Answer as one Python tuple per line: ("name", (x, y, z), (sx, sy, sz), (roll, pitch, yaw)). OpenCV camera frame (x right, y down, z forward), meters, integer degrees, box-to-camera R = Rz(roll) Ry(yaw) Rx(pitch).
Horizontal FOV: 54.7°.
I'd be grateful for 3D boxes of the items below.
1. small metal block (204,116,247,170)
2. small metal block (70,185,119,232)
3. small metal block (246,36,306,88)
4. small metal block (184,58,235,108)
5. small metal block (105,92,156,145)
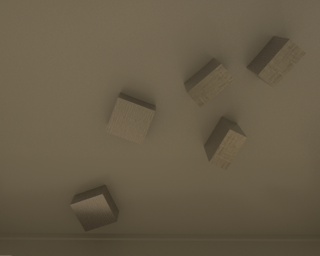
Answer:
("small metal block", (0.084, 0.019, 0.406), (0.025, 0.050, 0.050), (25, 108, -9))
("small metal block", (-0.095, 0.118, 0.453), (0.050, 0.025, 0.050), (-20, 109, 6))
("small metal block", (0.136, -0.080, 0.370), (0.025, 0.050, 0.050), (36, 106, -13))
("small metal block", (0.058, -0.056, 0.378), (0.050, 0.050, 0.025), (-40, 106, 13))
("small metal block", (-0.038, -0.012, 0.406), (0.050, 0.025, 0.050), (20, 109, -8))
